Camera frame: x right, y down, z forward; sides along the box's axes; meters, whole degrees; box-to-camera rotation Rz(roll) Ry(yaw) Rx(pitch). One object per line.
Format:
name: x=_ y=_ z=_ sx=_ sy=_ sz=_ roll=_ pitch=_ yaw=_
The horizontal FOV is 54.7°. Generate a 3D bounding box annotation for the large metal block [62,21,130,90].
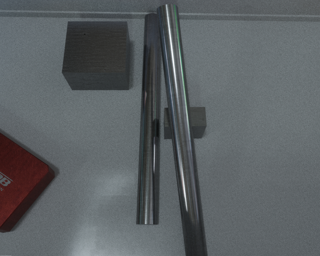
large metal block: x=-0.085 y=-0.100 z=0.432 sx=0.081 sy=0.050 sz=0.080 roll=0 pitch=70 yaw=-1

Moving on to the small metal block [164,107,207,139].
small metal block: x=0.031 y=-0.005 z=0.399 sx=0.050 sy=0.050 sz=0.025 roll=-1 pitch=70 yaw=-1

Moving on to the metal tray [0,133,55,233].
metal tray: x=-0.211 y=0.054 z=0.381 sx=0.130 sy=0.030 sz=0.090 roll=31 pitch=68 yaw=10

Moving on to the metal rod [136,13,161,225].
metal rod: x=-0.013 y=-0.026 z=0.418 sx=0.025 sy=0.025 sz=0.299 roll=1 pitch=70 yaw=0

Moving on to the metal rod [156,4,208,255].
metal rod: x=0.026 y=0.009 z=0.358 sx=0.025 sy=0.025 sz=0.298 roll=-7 pitch=89 yaw=-3
